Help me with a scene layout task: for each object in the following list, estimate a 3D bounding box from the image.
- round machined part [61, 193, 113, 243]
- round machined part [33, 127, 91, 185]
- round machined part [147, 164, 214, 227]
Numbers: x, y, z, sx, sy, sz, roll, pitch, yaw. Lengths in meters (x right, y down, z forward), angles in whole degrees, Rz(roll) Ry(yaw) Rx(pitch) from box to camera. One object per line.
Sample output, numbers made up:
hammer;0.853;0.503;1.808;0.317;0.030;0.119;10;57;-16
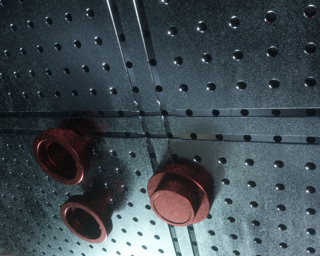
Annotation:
round machined part;-0.127;0.159;0.563;0.098;0.042;0.097;13;124;20
round machined part;-0.154;0.041;0.504;0.098;0.042;0.097;13;124;20
round machined part;0.025;0.104;0.450;0.098;0.042;0.097;13;124;20
